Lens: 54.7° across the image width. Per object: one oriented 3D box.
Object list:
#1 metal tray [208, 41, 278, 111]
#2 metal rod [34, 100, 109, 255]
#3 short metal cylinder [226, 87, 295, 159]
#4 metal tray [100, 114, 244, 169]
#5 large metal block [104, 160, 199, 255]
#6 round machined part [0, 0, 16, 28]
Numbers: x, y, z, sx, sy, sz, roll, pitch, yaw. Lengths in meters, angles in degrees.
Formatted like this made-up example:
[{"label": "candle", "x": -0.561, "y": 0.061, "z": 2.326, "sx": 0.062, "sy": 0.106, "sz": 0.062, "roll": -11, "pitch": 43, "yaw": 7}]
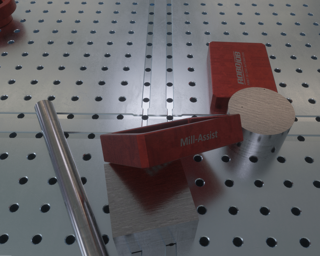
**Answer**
[{"label": "metal tray", "x": 0.121, "y": -0.081, "z": 0.473, "sx": 0.091, "sy": 0.030, "sz": 0.130, "roll": 3, "pitch": 50, "yaw": 2}, {"label": "metal rod", "x": -0.096, "y": 0.074, "z": 0.344, "sx": 0.025, "sy": 0.025, "sz": 0.300, "roll": -20, "pitch": 53, "yaw": -16}, {"label": "short metal cylinder", "x": 0.124, "y": -0.007, "z": 0.398, "sx": 0.081, "sy": 0.050, "sz": 0.080, "roll": 0, "pitch": 50, "yaw": 0}, {"label": "metal tray", "x": 0.013, "y": 0.011, "z": 0.337, "sx": 0.131, "sy": 0.030, "sz": 0.090, "roll": -12, "pitch": 5, "yaw": -33}, {"label": "large metal block", "x": -0.011, "y": 0.077, "z": 0.326, "sx": 0.081, "sy": 0.050, "sz": 0.080, "roll": -9, "pitch": 51, "yaw": -8}, {"label": "round machined part", "x": -0.320, "y": -0.220, "z": 0.579, "sx": 0.099, "sy": 0.042, "sz": 0.098, "roll": 0, "pitch": 50, "yaw": 0}]
